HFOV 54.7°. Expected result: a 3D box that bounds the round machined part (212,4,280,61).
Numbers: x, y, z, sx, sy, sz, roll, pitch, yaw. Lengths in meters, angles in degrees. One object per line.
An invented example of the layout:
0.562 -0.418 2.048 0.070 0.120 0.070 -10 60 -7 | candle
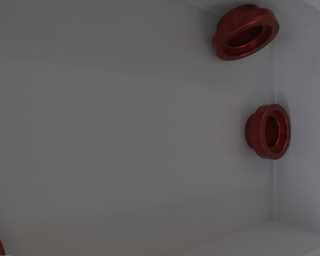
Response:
0.125 -0.148 0.470 0.099 0.098 0.042 -3 67 -40 | round machined part

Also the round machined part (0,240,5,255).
-0.167 0.122 0.234 0.098 0.042 0.097 -9 91 -81 | round machined part

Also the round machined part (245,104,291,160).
0.190 0.006 0.554 0.099 0.042 0.097 0 90 -40 | round machined part
